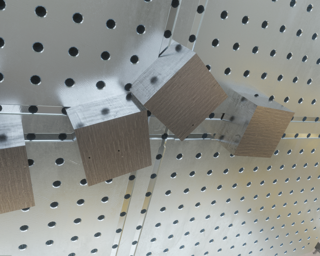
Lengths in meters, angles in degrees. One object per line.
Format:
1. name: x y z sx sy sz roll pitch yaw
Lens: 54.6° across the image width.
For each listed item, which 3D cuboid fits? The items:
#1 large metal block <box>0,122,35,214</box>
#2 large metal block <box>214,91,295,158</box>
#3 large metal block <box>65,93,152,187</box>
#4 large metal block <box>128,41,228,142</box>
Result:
1. large metal block: -0.181 0.045 0.324 0.081 0.050 0.079 -9 123 -24
2. large metal block: 0.141 -0.004 0.469 0.081 0.050 0.080 6 115 -31
3. large metal block: -0.059 0.012 0.370 0.081 0.050 0.080 -17 125 -19
4. large metal block: 0.023 -0.044 0.380 0.080 0.050 0.080 -45 129 3
